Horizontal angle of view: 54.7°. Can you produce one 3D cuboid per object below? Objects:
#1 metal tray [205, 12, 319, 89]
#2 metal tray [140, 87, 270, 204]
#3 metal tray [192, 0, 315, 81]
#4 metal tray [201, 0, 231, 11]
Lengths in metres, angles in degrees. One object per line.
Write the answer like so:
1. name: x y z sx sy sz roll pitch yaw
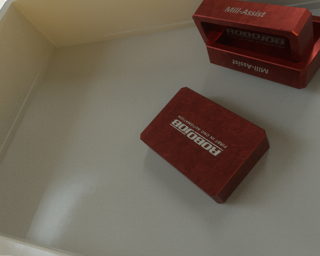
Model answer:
1. metal tray: 0.135 -0.106 0.384 0.130 0.030 0.090 27 67 35
2. metal tray: 0.049 0.014 0.368 0.090 0.030 0.130 -49 51 -6
3. metal tray: 0.111 -0.106 0.369 0.130 0.090 0.030 26 78 37
4. metal tray: 0.067 -0.258 0.486 0.030 0.090 0.130 -28 48 41
